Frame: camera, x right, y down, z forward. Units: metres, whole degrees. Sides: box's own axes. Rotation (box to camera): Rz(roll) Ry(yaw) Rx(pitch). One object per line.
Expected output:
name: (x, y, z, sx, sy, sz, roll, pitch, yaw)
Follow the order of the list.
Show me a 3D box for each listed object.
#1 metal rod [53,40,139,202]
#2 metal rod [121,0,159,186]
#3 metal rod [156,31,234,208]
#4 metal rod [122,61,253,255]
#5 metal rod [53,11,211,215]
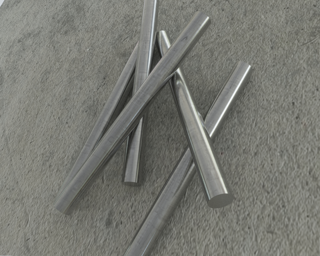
metal rod: (-0.072, -0.027, 0.458, 0.025, 0.025, 0.300, 11, 67, 33)
metal rod: (-0.024, -0.068, 0.440, 0.025, 0.025, 0.299, -7, 64, 25)
metal rod: (0.029, -0.038, 0.387, 0.025, 0.025, 0.300, -26, 45, 12)
metal rod: (0.030, 0.047, 0.359, 0.025, 0.025, 0.300, 22, 73, 36)
metal rod: (-0.032, -0.022, 0.390, 0.025, 0.025, 0.300, 33, 85, 38)
